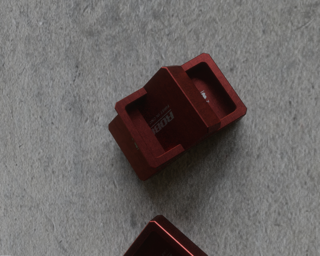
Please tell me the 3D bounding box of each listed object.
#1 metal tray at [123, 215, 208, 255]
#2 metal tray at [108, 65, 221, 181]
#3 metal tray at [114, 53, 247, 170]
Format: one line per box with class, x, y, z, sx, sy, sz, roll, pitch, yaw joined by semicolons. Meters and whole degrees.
metal tray;-0.008;0.193;0.408;0.090;0.030;0.129;39;102;15
metal tray;-0.001;-0.003;0.381;0.129;0.030;0.090;-42;76;37
metal tray;0.024;-0.020;0.372;0.131;0.030;0.090;-31;79;-6
